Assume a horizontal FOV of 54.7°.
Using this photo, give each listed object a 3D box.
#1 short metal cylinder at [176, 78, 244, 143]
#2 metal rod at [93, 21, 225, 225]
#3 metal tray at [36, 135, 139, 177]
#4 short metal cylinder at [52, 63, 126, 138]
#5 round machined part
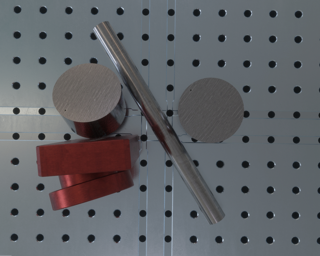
[{"bbox_3d":[0.062,-0.022,0.401,0.081,0.050,0.080,0,90,0],"label":"short metal cylinder"},{"bbox_3d":[-0.001,-0.007,0.413,0.025,0.025,0.299,-31,90,0],"label":"metal rod"},{"bbox_3d":[-0.074,0.028,0.360,0.091,0.130,0.030,-4,91,0],"label":"metal tray"},{"bbox_3d":[-0.085,-0.033,0.386,0.080,0.050,0.080,0,66,0],"label":"short metal cylinder"},{"bbox_3d":[-0.085,0.064,0.377,0.099,0.098,0.042,-17,83,0],"label":"round machined part"}]
